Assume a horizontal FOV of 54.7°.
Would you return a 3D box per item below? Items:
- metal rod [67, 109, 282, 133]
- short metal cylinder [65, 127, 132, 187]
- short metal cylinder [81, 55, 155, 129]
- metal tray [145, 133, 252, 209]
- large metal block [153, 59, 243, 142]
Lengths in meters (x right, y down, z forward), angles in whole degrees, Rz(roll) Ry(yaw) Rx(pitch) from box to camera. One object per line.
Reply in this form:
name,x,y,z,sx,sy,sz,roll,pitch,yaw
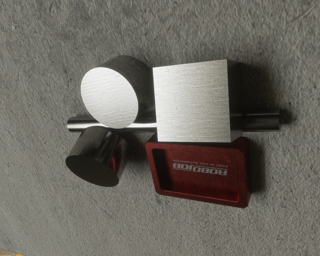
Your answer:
metal rod,-0.002,-0.007,0.407,0.300,0.025,0.025,-1,118,28
short metal cylinder,-0.088,0.043,0.449,0.080,0.050,0.080,14,144,11
short metal cylinder,-0.051,-0.046,0.391,0.080,0.050,0.079,13,123,21
metal tray,0.051,0.053,0.410,0.130,0.030,0.089,3,120,26
large metal block,0.042,-0.028,0.336,0.080,0.050,0.079,-1,97,28
